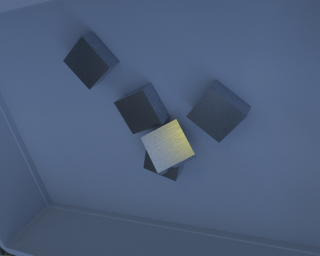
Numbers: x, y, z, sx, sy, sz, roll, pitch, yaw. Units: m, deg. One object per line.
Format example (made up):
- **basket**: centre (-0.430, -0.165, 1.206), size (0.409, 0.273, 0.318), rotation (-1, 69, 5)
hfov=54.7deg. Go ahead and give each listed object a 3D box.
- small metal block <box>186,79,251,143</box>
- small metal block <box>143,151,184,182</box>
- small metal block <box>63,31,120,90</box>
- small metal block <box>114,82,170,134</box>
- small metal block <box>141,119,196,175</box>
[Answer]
- **small metal block**: centre (0.068, -0.019, 0.361), size (0.050, 0.025, 0.050), rotation (39, 129, 1)
- **small metal block**: centre (0.008, 0.039, 0.428), size (0.050, 0.025, 0.050), rotation (20, 126, 15)
- **small metal block**: centre (-0.089, -0.086, 0.400), size (0.050, 0.025, 0.050), rotation (49, 128, -7)
- **small metal block**: centre (-0.023, -0.025, 0.404), size (0.050, 0.025, 0.050), rotation (-18, 109, 35)
- **small metal block**: centre (0.011, 0.024, 0.390), size (0.050, 0.025, 0.050), rotation (-28, 74, 4)
